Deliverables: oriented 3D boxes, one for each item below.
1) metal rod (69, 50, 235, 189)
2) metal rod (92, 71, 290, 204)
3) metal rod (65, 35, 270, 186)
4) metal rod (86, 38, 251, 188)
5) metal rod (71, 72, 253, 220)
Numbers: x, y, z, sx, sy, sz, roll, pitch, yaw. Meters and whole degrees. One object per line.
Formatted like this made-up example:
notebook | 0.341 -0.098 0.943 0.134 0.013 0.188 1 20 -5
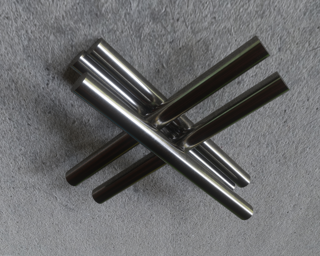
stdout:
metal rod | 0.008 0.008 0.415 0.025 0.025 0.301 -34 123 25
metal rod | 0.021 0.025 0.397 0.299 0.025 0.025 -34 123 25
metal rod | -0.010 -0.006 0.371 0.299 0.025 0.025 -34 123 25
metal rod | 0.029 -0.003 0.406 0.025 0.025 0.301 -34 123 25
metal rod | 0.022 0.038 0.376 0.025 0.025 0.301 -35 122 26
